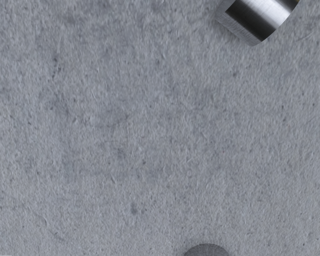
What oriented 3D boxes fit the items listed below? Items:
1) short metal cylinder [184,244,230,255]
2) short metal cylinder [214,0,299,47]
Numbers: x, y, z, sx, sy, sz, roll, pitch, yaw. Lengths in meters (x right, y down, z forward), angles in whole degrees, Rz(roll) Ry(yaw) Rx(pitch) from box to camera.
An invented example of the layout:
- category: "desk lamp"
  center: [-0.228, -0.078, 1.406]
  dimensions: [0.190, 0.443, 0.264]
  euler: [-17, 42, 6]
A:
- category: "short metal cylinder"
  center: [0.076, 0.230, 0.482]
  dimensions: [0.081, 0.050, 0.079]
  euler: [0, 110, -1]
- category: "short metal cylinder"
  center: [0.104, -0.136, 0.332]
  dimensions: [0.050, 0.080, 0.080]
  euler: [34, 106, -12]
